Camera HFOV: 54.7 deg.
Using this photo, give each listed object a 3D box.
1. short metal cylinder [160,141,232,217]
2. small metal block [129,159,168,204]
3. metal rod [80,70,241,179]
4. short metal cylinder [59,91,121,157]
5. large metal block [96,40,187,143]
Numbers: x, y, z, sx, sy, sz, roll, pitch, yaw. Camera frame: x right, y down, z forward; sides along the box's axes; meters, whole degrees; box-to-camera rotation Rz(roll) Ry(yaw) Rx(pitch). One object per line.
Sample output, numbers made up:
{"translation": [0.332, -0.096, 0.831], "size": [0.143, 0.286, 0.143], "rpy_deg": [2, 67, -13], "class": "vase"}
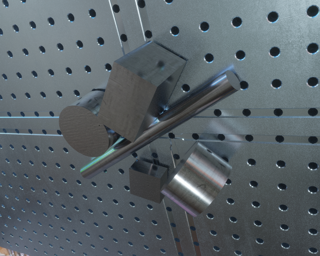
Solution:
{"translation": [0.044, 0.063, 0.387], "size": [0.050, 0.080, 0.080], "rpy_deg": [37, 129, 3], "class": "short metal cylinder"}
{"translation": [-0.017, 0.080, 0.465], "size": [0.050, 0.025, 0.050], "rpy_deg": [14, 124, 20], "class": "small metal block"}
{"translation": [-0.021, 0.011, 0.425], "size": [0.299, 0.025, 0.025], "rpy_deg": [-32, 101, 38], "class": "metal rod"}
{"translation": [-0.093, -0.006, 0.435], "size": [0.080, 0.050, 0.079], "rpy_deg": [13, 124, 21], "class": "short metal cylinder"}
{"translation": [-0.021, -0.043, 0.355], "size": [0.050, 0.080, 0.079], "rpy_deg": [32, 129, 7], "class": "large metal block"}
